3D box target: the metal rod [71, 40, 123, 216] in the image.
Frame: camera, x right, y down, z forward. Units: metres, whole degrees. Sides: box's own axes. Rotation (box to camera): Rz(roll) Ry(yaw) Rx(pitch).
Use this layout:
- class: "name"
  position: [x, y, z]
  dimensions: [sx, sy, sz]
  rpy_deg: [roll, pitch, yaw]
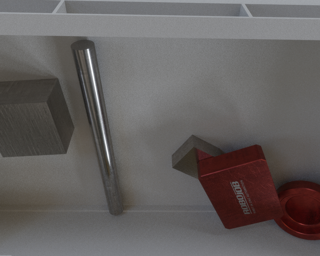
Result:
- class: "metal rod"
  position: [-0.078, 0.024, 0.428]
  dimensions: [0.025, 0.025, 0.298]
  rpy_deg: [-2, 130, 1]

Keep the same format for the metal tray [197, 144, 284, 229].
- class: "metal tray"
  position: [0.118, 0.090, 0.446]
  dimensions: [0.090, 0.030, 0.130]
  rpy_deg: [-19, 125, 15]

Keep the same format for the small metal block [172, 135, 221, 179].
- class: "small metal block"
  position: [0.052, 0.043, 0.447]
  dimensions: [0.050, 0.025, 0.050]
  rpy_deg: [27, 125, -21]

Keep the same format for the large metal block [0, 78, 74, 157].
- class: "large metal block"
  position: [-0.160, -0.012, 0.380]
  dimensions: [0.080, 0.050, 0.079]
  rpy_deg: [-3, 130, 2]

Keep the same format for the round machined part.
- class: "round machined part"
  position: [0.230, 0.124, 0.489]
  dimensions: [0.098, 0.042, 0.097]
  rpy_deg: [14, 121, 25]
